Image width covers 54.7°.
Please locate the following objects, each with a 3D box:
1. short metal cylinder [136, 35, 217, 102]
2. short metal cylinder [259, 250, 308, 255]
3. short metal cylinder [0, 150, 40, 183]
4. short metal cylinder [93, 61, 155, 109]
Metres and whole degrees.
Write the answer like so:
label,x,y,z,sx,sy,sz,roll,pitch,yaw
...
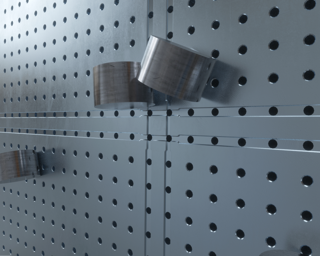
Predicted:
label,x,y,z,sx,sy,sz,roll,pitch,yaw
short metal cylinder,0.019,-0.069,0.358,0.080,0.081,0.050,34,111,35
short metal cylinder,0.123,0.152,0.272,0.080,0.081,0.050,14,99,39
short metal cylinder,-0.280,0.076,0.605,0.080,0.081,0.050,-20,77,38
short metal cylinder,-0.048,-0.054,0.413,0.080,0.081,0.050,-5,87,40
